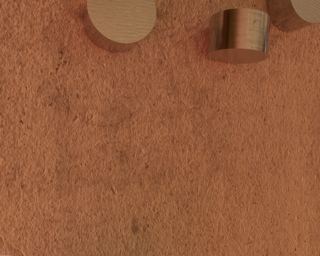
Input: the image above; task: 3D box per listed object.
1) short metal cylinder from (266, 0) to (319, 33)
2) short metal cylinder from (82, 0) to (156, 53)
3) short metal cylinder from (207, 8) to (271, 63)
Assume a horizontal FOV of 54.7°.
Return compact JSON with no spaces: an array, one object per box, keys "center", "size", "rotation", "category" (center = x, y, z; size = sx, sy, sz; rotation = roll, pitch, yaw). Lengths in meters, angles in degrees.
[{"center":[0.212,-0.193,0.473],"size":[0.081,0.050,0.080],"rotation":[0,90,-20],"category":"short metal cylinder"},{"center":[-0.051,-0.137,0.377],"size":[0.081,0.050,0.080],"rotation":[0,90,-20],"category":"short metal cylinder"},{"center":[0.106,-0.121,0.418],"size":[0.081,0.080,0.050],"rotation":[4,89,-20],"category":"short metal cylinder"}]
